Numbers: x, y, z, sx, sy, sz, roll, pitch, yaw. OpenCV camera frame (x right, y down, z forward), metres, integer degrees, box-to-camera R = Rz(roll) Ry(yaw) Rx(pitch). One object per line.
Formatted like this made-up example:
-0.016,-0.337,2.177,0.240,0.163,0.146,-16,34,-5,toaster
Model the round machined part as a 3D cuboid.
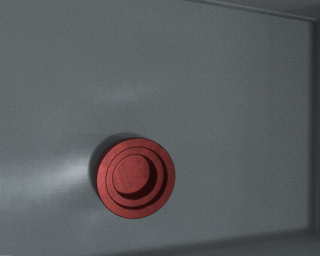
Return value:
-0.034,0.060,0.390,0.099,0.042,0.097,0,90,-21,round machined part
